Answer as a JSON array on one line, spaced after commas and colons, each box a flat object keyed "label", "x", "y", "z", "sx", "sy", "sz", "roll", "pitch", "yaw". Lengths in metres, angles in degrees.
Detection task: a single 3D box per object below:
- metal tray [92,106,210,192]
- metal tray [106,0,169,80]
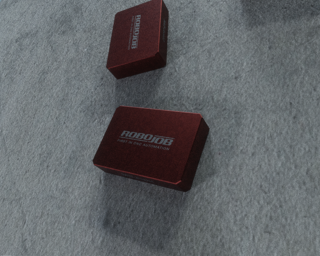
[{"label": "metal tray", "x": -0.013, "y": 0.022, "z": 0.393, "sx": 0.130, "sy": 0.030, "sz": 0.090, "roll": 8, "pitch": 65, "yaw": 31}, {"label": "metal tray", "x": -0.035, "y": -0.148, "z": 0.508, "sx": 0.090, "sy": 0.030, "sz": 0.130, "roll": -11, "pitch": 57, "yaw": 22}]
